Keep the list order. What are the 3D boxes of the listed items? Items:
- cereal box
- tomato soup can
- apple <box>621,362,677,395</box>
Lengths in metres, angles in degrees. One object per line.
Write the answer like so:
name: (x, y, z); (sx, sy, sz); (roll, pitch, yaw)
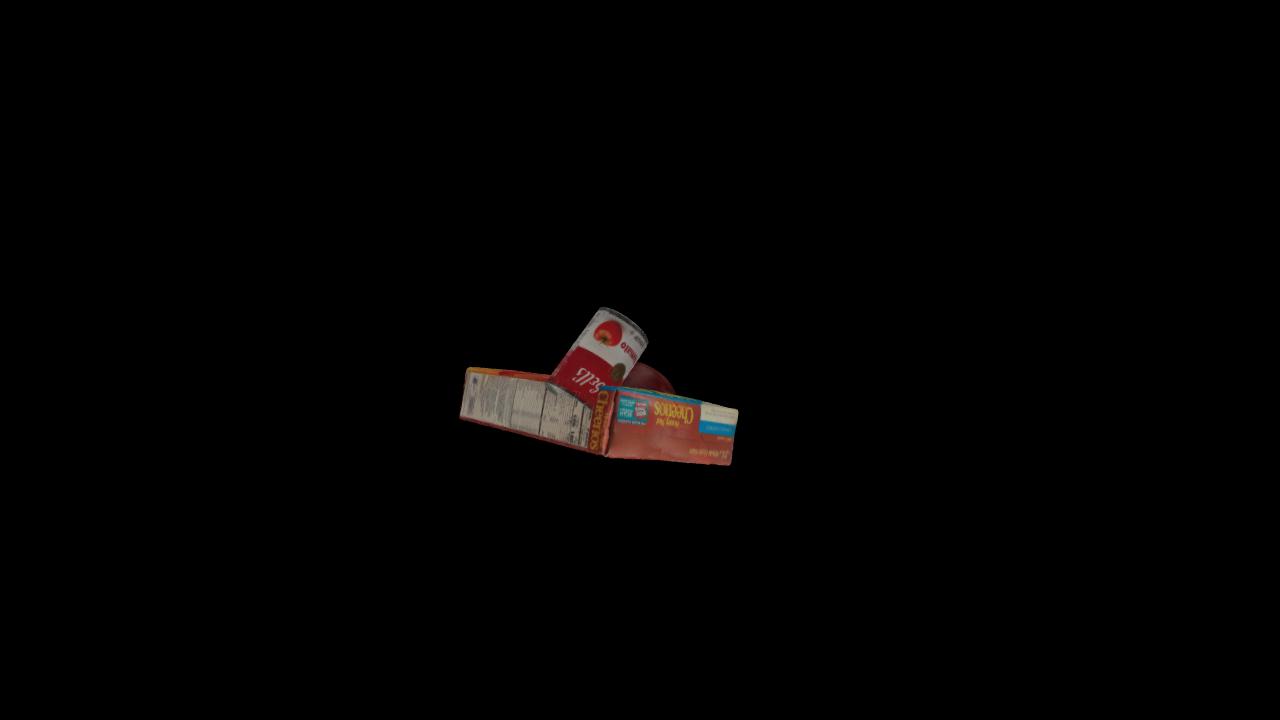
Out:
cereal box: (-0.059, 0.066, 0.766); (0.203, 0.081, 0.306); (12, -6, -43)
tomato soup can: (-0.044, 0.003, 0.646); (0.068, 0.101, 0.068); (31, -17, 10)
apple: (-0.003, 0.041, 0.698); (0.079, 0.079, 0.093); (0, 36, -43)
